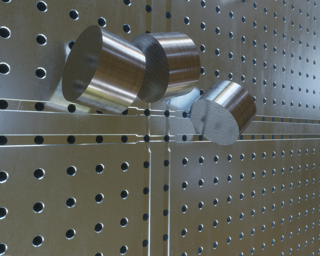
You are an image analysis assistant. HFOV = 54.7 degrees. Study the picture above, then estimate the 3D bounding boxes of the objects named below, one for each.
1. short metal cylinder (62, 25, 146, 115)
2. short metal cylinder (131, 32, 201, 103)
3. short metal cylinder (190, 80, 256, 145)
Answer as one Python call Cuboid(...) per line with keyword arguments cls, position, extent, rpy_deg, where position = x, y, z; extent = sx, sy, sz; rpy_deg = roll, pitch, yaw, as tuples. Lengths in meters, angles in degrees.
Cuboid(cls="short metal cylinder", position=(-0.060, -0.059, 0.323), extent=(0.050, 0.080, 0.080), rpy_deg=(18, 79, -39))
Cuboid(cls="short metal cylinder", position=(0.002, -0.074, 0.375), extent=(0.050, 0.080, 0.079), rpy_deg=(-18, 102, -39))
Cuboid(cls="short metal cylinder", position=(0.091, -0.022, 0.449), extent=(0.050, 0.080, 0.080), rpy_deg=(-44, 117, -31))
